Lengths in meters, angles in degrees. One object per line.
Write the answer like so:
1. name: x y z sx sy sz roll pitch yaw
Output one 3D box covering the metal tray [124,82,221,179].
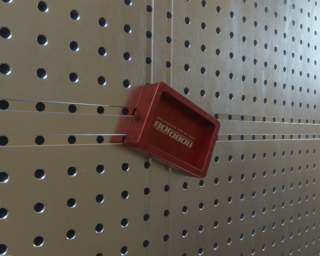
1. metal tray: 0.023 0.007 0.423 0.131 0.030 0.090 30 72 -36
